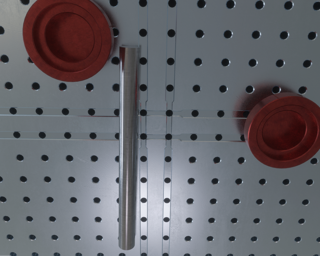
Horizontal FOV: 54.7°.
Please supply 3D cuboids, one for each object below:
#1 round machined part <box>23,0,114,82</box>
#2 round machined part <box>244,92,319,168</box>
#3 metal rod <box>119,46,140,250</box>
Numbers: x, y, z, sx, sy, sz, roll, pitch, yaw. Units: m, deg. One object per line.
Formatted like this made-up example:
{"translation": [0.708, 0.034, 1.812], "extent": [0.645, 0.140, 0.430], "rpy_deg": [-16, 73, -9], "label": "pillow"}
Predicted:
{"translation": [-0.103, -0.106, 0.364], "extent": [0.099, 0.042, 0.097], "rpy_deg": [0, 110, 0], "label": "round machined part"}
{"translation": [0.159, 0.000, 0.406], "extent": [0.099, 0.042, 0.097], "rpy_deg": [0, 110, 0], "label": "round machined part"}
{"translation": [-0.044, 0.041, 0.427], "extent": [0.025, 0.025, 0.298], "rpy_deg": [3, 110, -1], "label": "metal rod"}
